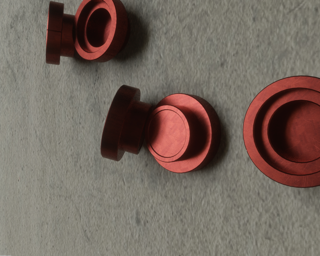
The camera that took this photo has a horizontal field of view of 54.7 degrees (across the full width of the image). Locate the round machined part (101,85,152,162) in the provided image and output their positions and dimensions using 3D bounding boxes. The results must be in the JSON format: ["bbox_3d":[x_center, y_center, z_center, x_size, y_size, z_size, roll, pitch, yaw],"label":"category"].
[{"bbox_3d":[-0.039,-0.003,0.400,0.042,0.098,0.097,16,102,3],"label":"round machined part"}]

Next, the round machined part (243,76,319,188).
[{"bbox_3d":[0.131,0.003,0.285,0.098,0.042,0.097,0,90,39],"label":"round machined part"}]

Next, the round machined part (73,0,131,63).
[{"bbox_3d":[-0.082,-0.146,0.459,0.098,0.042,0.097,0,90,38],"label":"round machined part"}]

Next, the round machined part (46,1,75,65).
[{"bbox_3d":[-0.159,-0.151,0.504,0.098,0.042,0.097,-175,89,-71],"label":"round machined part"}]

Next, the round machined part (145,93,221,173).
[{"bbox_3d":[0.020,0.006,0.376,0.098,0.042,0.097,0,90,39],"label":"round machined part"}]
